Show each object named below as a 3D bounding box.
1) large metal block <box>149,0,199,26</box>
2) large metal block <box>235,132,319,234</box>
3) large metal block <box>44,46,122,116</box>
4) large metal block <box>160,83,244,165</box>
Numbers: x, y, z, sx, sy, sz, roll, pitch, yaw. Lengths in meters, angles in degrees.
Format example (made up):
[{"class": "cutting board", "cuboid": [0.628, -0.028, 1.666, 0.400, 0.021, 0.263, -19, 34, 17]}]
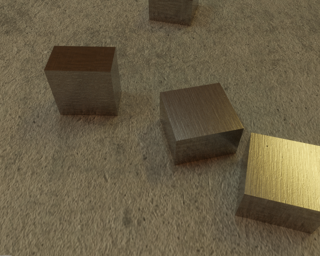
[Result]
[{"class": "large metal block", "cuboid": [0.029, -0.244, 0.592, 0.080, 0.050, 0.080, 12, 51, 9]}, {"class": "large metal block", "cuboid": [0.131, 0.058, 0.339, 0.080, 0.050, 0.080, 12, 51, 10]}, {"class": "large metal block", "cuboid": [-0.099, -0.062, 0.419, 0.080, 0.080, 0.050, 1, 50, 1]}, {"class": "large metal block", "cuboid": [0.048, -0.007, 0.393, 0.081, 0.050, 0.080, -10, 51, -9]}]
